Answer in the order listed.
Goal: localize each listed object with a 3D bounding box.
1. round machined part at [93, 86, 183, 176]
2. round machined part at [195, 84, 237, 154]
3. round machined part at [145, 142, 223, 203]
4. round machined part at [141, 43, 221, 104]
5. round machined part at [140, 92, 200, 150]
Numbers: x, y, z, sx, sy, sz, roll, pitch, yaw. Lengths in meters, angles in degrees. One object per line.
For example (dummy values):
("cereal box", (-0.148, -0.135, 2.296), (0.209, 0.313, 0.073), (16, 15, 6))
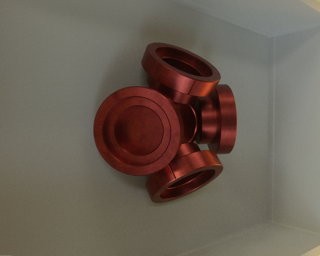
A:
("round machined part", (-0.021, 0.002, 0.353), (0.042, 0.098, 0.097), (-24, 109, -77))
("round machined part", (0.071, -0.012, 0.432), (0.042, 0.098, 0.097), (-2, 92, -4))
("round machined part", (0.027, 0.054, 0.393), (0.099, 0.097, 0.042), (-2, 55, -40))
("round machined part", (0.023, -0.066, 0.390), (0.099, 0.098, 0.042), (-5, 131, -40))
("round machined part", (0.014, -0.006, 0.406), (0.099, 0.042, 0.097), (0, 90, -40))
